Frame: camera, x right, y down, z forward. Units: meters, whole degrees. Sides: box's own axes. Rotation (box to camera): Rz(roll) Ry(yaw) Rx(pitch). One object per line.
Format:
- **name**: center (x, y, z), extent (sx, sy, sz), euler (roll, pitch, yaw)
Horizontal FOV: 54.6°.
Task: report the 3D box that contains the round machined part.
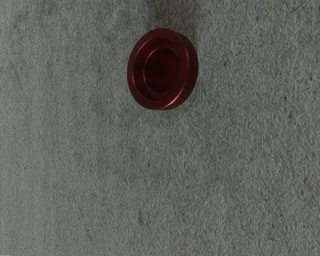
- **round machined part**: center (0.008, -0.071, 0.388), extent (0.098, 0.042, 0.097), euler (0, 90, 40)
